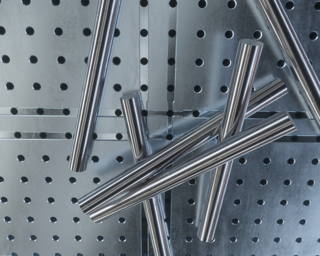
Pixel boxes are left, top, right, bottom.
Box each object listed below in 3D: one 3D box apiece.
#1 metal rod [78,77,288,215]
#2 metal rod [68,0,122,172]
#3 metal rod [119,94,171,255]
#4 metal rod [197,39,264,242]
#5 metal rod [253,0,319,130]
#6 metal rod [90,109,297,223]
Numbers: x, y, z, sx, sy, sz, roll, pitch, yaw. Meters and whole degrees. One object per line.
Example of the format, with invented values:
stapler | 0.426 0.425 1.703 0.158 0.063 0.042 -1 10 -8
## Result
metal rod | 0.027 0.025 0.402 0.301 0.025 0.025 -32 107 3
metal rod | -0.077 -0.080 0.383 0.025 0.025 0.298 14 109 -5
metal rod | -0.014 0.098 0.449 0.025 0.025 0.298 -9 110 3
metal rod | 0.082 0.038 0.397 0.025 0.025 0.298 5 121 -2
metal rod | 0.151 -0.108 0.374 0.025 0.025 0.300 -32 107 11
metal rod | 0.022 0.059 0.392 0.299 0.025 0.025 -30 108 26
